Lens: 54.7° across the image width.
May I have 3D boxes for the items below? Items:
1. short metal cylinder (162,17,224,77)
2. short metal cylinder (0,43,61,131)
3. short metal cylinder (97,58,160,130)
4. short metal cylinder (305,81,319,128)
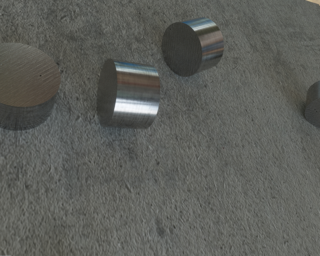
[{"bbox_3d":[0.049,-0.123,0.469,0.050,0.080,0.080,-26,76,-37],"label":"short metal cylinder"},{"bbox_3d":[-0.152,-0.044,0.332,0.081,0.050,0.080,14,56,-21],"label":"short metal cylinder"},{"bbox_3d":[-0.040,-0.039,0.371,0.050,0.080,0.080,4,60,-27],"label":"short metal cylinder"},{"bbox_3d":[0.308,-0.043,0.560,0.080,0.080,0.050,32,52,-8],"label":"short metal cylinder"}]
